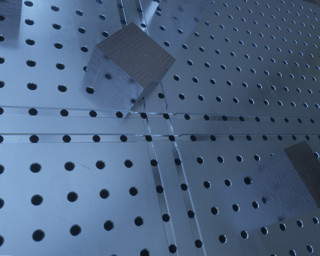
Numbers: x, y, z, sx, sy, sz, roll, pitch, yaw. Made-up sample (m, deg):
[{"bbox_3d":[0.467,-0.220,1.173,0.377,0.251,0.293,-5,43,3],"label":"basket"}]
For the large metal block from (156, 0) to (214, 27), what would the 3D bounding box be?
[{"bbox_3d":[0.047,-0.238,0.543,0.080,0.080,0.050,16,55,-19],"label":"large metal block"}]

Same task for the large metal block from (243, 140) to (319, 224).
[{"bbox_3d":[0.175,0.074,0.421,0.050,0.080,0.080,-14,69,-34],"label":"large metal block"}]

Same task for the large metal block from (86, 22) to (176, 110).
[{"bbox_3d":[-0.039,-0.086,0.423,0.080,0.050,0.080,41,51,0],"label":"large metal block"}]

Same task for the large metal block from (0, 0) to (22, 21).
[{"bbox_3d":[-0.217,-0.190,0.391,0.081,0.050,0.080,3,60,-27],"label":"large metal block"}]
